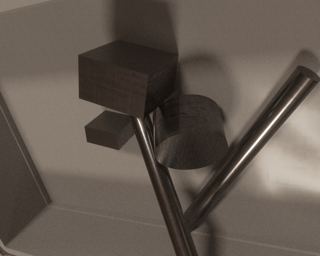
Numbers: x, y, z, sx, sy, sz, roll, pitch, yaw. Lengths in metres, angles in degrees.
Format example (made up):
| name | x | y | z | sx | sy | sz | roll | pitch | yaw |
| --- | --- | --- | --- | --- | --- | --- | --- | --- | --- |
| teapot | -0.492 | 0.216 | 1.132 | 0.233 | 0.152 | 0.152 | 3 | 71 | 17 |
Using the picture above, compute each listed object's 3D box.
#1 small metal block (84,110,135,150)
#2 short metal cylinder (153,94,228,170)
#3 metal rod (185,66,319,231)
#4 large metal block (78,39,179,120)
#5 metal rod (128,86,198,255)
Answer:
| name | x | y | z | sx | sy | sz | roll | pitch | yaw |
| --- | --- | --- | --- | --- | --- | --- | --- | --- | --- |
| small metal block | -0.067 | 0.002 | 0.427 | 0.050 | 0.050 | 0.025 | 12 | 124 | 21 |
| short metal cylinder | 0.033 | 0.007 | 0.355 | 0.081 | 0.050 | 0.080 | -3 | 144 | -2 |
| metal rod | 0.090 | 0.051 | 0.391 | 0.025 | 0.025 | 0.298 | 32 | 128 | 6 |
| large metal block | -0.034 | -0.059 | 0.352 | 0.080 | 0.080 | 0.050 | 19 | 122 | 17 |
| metal rod | 0.011 | 0.091 | 0.379 | 0.025 | 0.025 | 0.299 | -25 | 80 | 36 |
